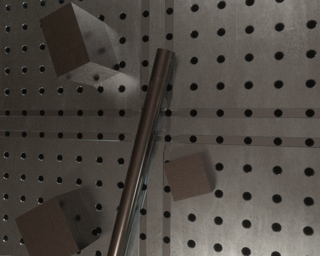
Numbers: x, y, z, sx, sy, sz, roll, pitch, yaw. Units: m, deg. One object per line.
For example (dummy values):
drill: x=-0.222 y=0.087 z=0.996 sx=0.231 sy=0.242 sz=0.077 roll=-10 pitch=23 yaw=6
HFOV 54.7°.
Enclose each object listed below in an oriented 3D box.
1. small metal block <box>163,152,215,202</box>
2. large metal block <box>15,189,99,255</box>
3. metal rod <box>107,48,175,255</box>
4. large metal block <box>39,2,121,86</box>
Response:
small metal block: x=0.038 y=0.062 z=0.399 sx=0.050 sy=0.025 sz=0.050 roll=-19 pitch=84 yaw=18
large metal block: x=-0.149 y=0.147 z=0.450 sx=0.080 sy=0.050 sz=0.080 roll=-30 pitch=81 yaw=17
metal rod: x=-0.027 y=0.043 z=0.421 sx=0.025 sy=0.025 sz=0.298 roll=16 pitch=95 yaw=19
large metal block: x=-0.105 y=-0.108 z=0.419 sx=0.050 sy=0.080 sz=0.080 roll=-21 pitch=83 yaw=18
